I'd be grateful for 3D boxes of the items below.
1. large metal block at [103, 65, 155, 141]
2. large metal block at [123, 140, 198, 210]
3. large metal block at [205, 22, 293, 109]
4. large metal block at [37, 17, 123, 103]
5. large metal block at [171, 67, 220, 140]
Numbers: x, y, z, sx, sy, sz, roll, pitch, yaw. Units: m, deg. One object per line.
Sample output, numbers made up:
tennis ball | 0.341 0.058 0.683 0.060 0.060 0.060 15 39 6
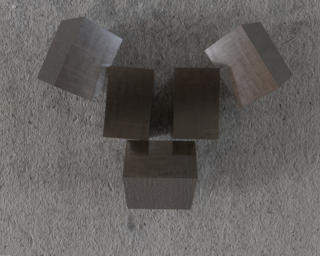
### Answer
large metal block | -0.035 -0.028 0.383 0.050 0.080 0.079 5 90 0
large metal block | 0.000 0.059 0.378 0.081 0.080 0.050 1 51 0
large metal block | 0.111 -0.079 0.379 0.050 0.080 0.080 -31 90 37
large metal block | -0.099 -0.082 0.373 0.050 0.080 0.080 23 90 -36
large metal block | 0.041 -0.028 0.384 0.050 0.080 0.079 1 90 0
